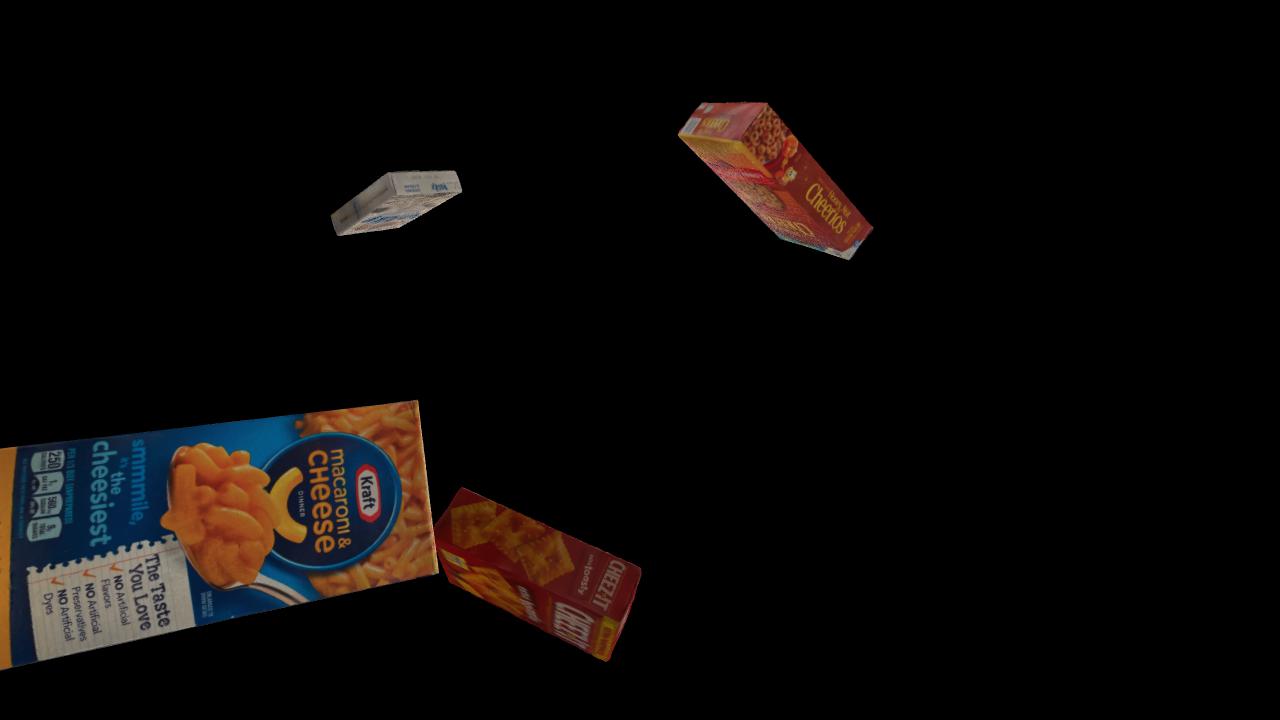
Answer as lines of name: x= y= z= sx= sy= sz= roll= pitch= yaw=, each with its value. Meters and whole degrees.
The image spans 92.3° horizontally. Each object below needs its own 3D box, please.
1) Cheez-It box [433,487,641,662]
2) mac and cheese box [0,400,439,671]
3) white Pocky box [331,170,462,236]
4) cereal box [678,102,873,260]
Cheez-It box: x=-0.117 y=0.248 z=0.702 sx=0.223 sy=0.071 sz=0.166 roll=22 pitch=-37 yaw=9
mac and cheese box: x=-0.198 y=0.077 z=0.295 sx=0.184 sy=0.093 sz=0.041 roll=-7 pitch=-13 yaw=-22
white Pocky box: x=-0.279 y=-0.178 z=0.699 sx=0.154 sy=0.028 sz=0.084 roll=-10 pitch=9 yaw=42
cereal box: x=0.226 y=-0.297 z=1.028 sx=0.306 sy=0.081 sz=0.203 roll=35 pitch=4 yaw=-32
